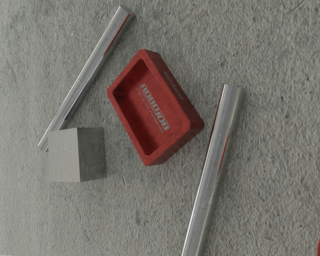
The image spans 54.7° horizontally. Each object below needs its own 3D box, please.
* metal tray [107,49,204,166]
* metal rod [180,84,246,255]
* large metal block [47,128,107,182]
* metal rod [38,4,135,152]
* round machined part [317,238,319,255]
[{"bbox_3d":[-0.011,-0.027,0.408,0.090,0.030,0.130,-44,64,30],"label":"metal tray"},{"bbox_3d":[0.050,0.098,0.362,0.025,0.025,0.298,20,103,38],"label":"metal rod"},{"bbox_3d":[-0.133,0.043,0.496,0.080,0.050,0.080,-7,86,39],"label":"large metal block"},{"bbox_3d":[-0.131,-0.066,0.509,0.298,0.025,0.025,-50,61,28],"label":"metal rod"},{"bbox_3d":[0.182,0.106,0.243,0.098,0.042,0.097,0,90,39],"label":"round machined part"}]
